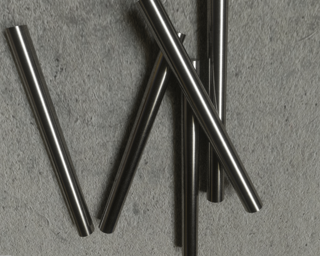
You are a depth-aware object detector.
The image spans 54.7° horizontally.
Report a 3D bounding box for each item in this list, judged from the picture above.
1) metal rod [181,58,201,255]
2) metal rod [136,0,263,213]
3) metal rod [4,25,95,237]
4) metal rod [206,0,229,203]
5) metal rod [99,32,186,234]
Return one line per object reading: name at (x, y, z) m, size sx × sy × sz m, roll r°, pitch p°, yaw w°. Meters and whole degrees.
metal rod at (0.042, 0.056, 0.430) m, size 0.025 × 0.025 × 0.298 m, roll -2°, pitch 110°, yaw 0°
metal rod at (0.056, -0.016, 0.376) m, size 0.025 × 0.025 × 0.299 m, roll -27°, pitch 108°, yaw 9°
metal rod at (-0.140, 0.018, 0.415) m, size 0.025 × 0.025 × 0.298 m, roll -11°, pitch 110°, yaw 4°
metal rod at (0.072, -0.039, 0.395) m, size 0.025 × 0.025 × 0.298 m, roll -3°, pitch 110°, yaw 1°
metal rod at (-0.030, 0.017, 0.415) m, size 0.025 × 0.025 × 0.298 m, roll 18°, pitch 109°, yaw -7°
